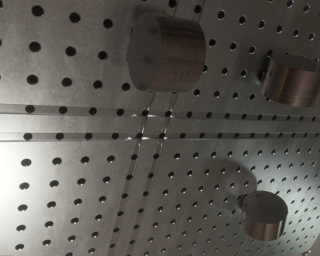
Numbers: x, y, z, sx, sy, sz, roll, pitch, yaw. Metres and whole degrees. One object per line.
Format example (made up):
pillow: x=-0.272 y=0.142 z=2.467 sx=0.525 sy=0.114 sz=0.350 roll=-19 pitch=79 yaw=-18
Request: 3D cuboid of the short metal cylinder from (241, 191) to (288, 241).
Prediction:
short metal cylinder: x=0.197 y=0.166 z=0.590 sx=0.081 sy=0.080 sz=0.050 roll=-18 pitch=126 yaw=-19

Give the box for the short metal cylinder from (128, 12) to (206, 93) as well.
short metal cylinder: x=0.005 y=-0.078 z=0.331 sx=0.050 sy=0.080 sz=0.079 roll=-1 pitch=119 yaw=-28

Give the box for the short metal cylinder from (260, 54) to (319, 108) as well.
short metal cylinder: x=0.190 y=-0.069 z=0.439 sx=0.081 sy=0.080 sz=0.050 roll=-7 pitch=122 yaw=-25
